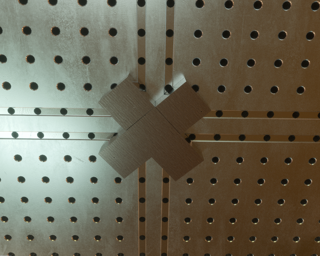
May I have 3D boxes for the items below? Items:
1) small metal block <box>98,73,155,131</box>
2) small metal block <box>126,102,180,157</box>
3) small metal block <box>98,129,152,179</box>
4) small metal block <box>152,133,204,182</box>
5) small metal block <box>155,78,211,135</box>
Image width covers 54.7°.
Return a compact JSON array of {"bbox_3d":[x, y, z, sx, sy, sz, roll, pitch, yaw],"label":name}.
[{"bbox_3d":[-0.042,-0.034,0.400,0.050,0.025,0.050,-39,106,13],"label":"small metal block"},{"bbox_3d":[-0.009,0.002,0.413,0.050,0.025,0.050,-39,106,13],"label":"small metal block"},{"bbox_3d":[-0.047,0.033,0.425,0.050,0.025,0.050,-39,106,13],"label":"small metal block"},{"bbox_3d":[0.024,0.037,0.427,0.050,0.025,0.050,-39,106,13],"label":"small metal block"},{"bbox_3d":[0.030,-0.029,0.403,0.050,0.025,0.050,-39,106,13],"label":"small metal block"}]
